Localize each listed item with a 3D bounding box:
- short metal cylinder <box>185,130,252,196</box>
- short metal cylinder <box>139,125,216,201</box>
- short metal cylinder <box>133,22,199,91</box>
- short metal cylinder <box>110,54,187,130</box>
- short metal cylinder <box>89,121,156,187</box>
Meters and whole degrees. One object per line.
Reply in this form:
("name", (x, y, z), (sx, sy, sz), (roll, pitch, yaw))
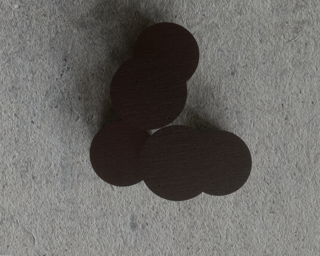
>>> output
("short metal cylinder", (0.071, 0.042, 0.399), (0.081, 0.050, 0.080), (0, 90, 0))
("short metal cylinder", (0.018, 0.036, 0.348), (0.081, 0.050, 0.080), (0, 90, -1))
("short metal cylinder", (0.007, -0.088, 0.399), (0.081, 0.050, 0.080), (0, 90, 0))
("short metal cylinder", (-0.012, -0.038, 0.348), (0.080, 0.050, 0.080), (0, 90, 0))
("short metal cylinder", (-0.045, 0.031, 0.398), (0.081, 0.050, 0.080), (0, 90, 0))
